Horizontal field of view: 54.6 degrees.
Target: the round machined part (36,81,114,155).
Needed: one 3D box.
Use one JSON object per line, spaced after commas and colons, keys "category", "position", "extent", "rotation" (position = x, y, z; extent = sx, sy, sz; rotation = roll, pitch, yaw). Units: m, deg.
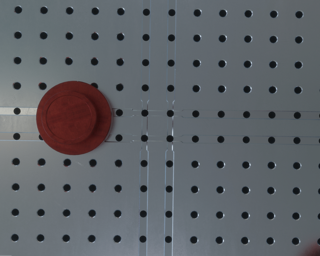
{"category": "round machined part", "position": [-0.113, -0.013, 0.404], "extent": [0.099, 0.042, 0.097], "rotation": [0, 90, 0]}
